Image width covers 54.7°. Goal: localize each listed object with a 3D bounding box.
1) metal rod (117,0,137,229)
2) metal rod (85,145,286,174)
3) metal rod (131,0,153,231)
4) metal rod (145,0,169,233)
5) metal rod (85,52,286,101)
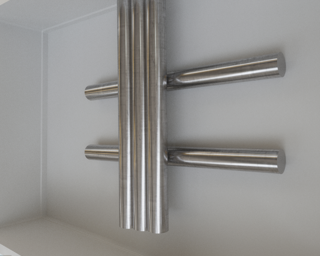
[{"bbox_3d":[-0.042,-0.021,0.407,0.025,0.025,0.298,-1,89,40],"label":"metal rod"},{"bbox_3d":[0.005,0.036,0.402,0.300,0.025,0.025,-1,89,40],"label":"metal rod"},{"bbox_3d":[-0.023,-0.024,0.390,0.025,0.025,0.298,-1,89,40],"label":"metal rod"},{"bbox_3d":[-0.004,-0.026,0.375,0.025,0.025,0.298,-1,89,40],"label":"metal rod"},{"bbox_3d":[0.005,-0.059,0.402,0.300,0.025,0.025,-2,89,40],"label":"metal rod"}]
